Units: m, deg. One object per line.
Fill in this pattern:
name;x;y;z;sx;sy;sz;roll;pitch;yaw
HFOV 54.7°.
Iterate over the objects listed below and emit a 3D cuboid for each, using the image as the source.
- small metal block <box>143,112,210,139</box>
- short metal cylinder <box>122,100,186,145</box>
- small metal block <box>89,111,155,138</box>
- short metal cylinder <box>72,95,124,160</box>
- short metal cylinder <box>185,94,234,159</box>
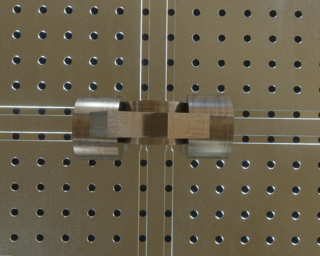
small metal block;0.016;-0.002;0.324;0.050;0.050;0.025;1;90;-31
short metal cylinder;-0.007;-0.006;0.385;0.081;0.080;0.050;1;90;0
small metal block;-0.040;-0.004;0.319;0.050;0.050;0.025;1;90;-32
short metal cylinder;-0.073;0.000;0.385;0.050;0.080;0.079;1;90;0
short metal cylinder;0.058;-0.002;0.385;0.050;0.080;0.079;1;90;1
